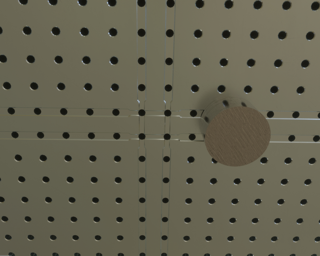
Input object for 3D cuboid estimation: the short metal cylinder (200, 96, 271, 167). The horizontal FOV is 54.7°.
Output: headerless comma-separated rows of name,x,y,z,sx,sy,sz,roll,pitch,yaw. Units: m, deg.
short metal cylinder,0.095,0.003,0.403,0.081,0.050,0.079,0,110,-1
